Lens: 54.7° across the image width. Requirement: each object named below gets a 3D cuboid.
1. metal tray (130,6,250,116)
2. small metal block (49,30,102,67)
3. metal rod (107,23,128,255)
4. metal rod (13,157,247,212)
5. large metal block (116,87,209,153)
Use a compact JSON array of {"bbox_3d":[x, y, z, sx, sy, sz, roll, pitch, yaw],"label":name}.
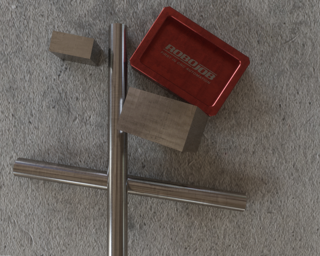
[{"bbox_3d":[0.038,-0.085,0.407,0.130,0.030,0.090,33,90,-1],"label":"metal tray"},{"bbox_3d":[-0.106,-0.100,0.396,0.050,0.050,0.025,11,90,-1],"label":"small metal block"},{"bbox_3d":[-0.053,0.015,0.390,0.025,0.025,0.298,-1,83,-1],"label":"metal rod"},{"bbox_3d":[-0.038,0.075,0.409,0.302,0.025,0.025,9,90,-1],"label":"metal rod"},{"bbox_3d":[0.007,-0.007,0.372,0.080,0.080,0.050,18,90,18],"label":"large metal block"}]
